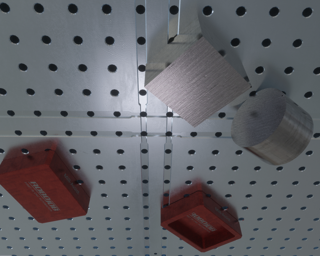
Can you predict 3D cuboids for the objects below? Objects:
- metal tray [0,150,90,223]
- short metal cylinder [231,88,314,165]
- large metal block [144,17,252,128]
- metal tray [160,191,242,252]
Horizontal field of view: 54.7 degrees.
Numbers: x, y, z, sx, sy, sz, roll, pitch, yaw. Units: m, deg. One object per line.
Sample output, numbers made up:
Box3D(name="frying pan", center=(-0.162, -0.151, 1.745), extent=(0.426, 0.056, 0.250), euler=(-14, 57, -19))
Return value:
Box3D(name="metal tray", center=(-0.180, 0.097, 0.489), extent=(0.090, 0.030, 0.129), euler=(-13, 129, 11))
Box3D(name="short metal cylinder", center=(0.134, -0.001, 0.376), extent=(0.050, 0.080, 0.080), euler=(31, 123, -24))
Box3D(name="large metal block", center=(0.040, -0.059, 0.345), extent=(0.080, 0.050, 0.080), euler=(37, 121, -27))
Box3D(name="metal tray", center=(0.074, 0.172, 0.554), extent=(0.090, 0.030, 0.130), euler=(-33, 123, 24))
